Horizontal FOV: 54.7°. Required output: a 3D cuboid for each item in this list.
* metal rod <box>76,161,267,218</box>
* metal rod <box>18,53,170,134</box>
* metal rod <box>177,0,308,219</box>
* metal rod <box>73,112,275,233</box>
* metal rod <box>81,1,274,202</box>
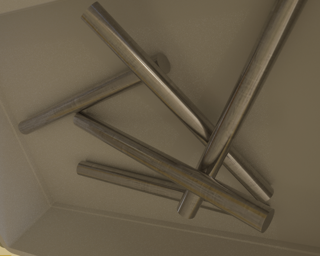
[{"bbox_3d":[0.005,0.091,0.462,0.301,0.025,0.025,10,123,23],"label":"metal rod"},{"bbox_3d":[-0.113,-0.038,0.444,0.300,0.025,0.025,-18,109,35],"label":"metal rod"},{"bbox_3d":[0.080,-0.020,0.320,0.025,0.025,0.298,27,117,11],"label":"metal rod"},{"bbox_3d":[-0.010,0.036,0.376,0.300,0.025,0.025,24,130,37],"label":"metal rod"},{"bbox_3d":[0.030,-0.019,0.357,0.300,0.025,0.025,45,130,-13],"label":"metal rod"}]
